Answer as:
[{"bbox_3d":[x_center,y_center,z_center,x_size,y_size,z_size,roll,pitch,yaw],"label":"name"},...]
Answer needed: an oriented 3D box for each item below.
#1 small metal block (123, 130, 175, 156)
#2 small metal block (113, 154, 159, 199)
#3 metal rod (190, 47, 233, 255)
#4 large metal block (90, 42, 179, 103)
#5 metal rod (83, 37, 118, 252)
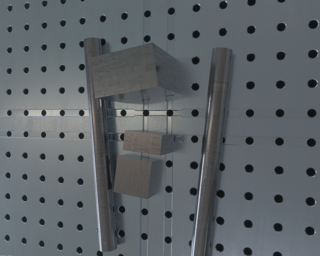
[{"bbox_3d":[-0.014,0.018,0.404,0.050,0.050,0.025,7,93,20],"label":"small metal block"},{"bbox_3d":[-0.033,0.065,0.424,0.050,0.025,0.050,8,93,19],"label":"small metal block"},{"bbox_3d":[0.062,0.051,0.390,0.025,0.025,0.298,7,92,20],"label":"metal rod"},{"bbox_3d":[-0.029,-0.065,0.394,0.080,0.080,0.050,-8,87,20],"label":"large metal block"},{"bbox_3d":[-0.085,0.022,0.442,0.025,0.025,0.298,-5,88,20],"label":"metal rod"}]
